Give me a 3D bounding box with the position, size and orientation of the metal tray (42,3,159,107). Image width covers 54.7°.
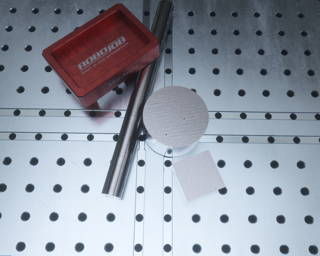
[{"bbox_3d":[-0.077,-0.101,0.417,0.130,0.030,0.090,-38,73,-13],"label":"metal tray"}]

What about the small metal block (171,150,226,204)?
[{"bbox_3d":[0.047,0.062,0.390,0.050,0.025,0.050,-20,72,-8],"label":"small metal block"}]

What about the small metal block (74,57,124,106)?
[{"bbox_3d":[-0.087,-0.069,0.436,0.050,0.025,0.050,41,75,13],"label":"small metal block"}]

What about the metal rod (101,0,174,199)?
[{"bbox_3d":[-0.025,-0.053,0.430,0.025,0.025,0.299,13,70,4],"label":"metal rod"}]

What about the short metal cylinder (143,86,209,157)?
[{"bbox_3d":[0.018,-0.007,0.399,0.081,0.050,0.080,1,71,-4],"label":"short metal cylinder"}]
